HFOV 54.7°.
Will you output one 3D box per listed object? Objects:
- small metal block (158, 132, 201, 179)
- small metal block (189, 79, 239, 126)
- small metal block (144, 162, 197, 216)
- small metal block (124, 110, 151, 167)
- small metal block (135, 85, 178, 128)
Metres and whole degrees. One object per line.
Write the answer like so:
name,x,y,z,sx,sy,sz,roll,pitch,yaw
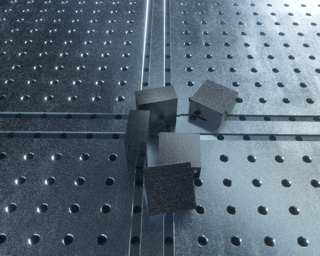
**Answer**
small metal block,0.023,0.033,0.380,0.050,0.025,0.050,2,50,1
small metal block,0.076,-0.037,0.440,0.050,0.025,0.050,27,55,21
small metal block,0.010,0.065,0.338,0.050,0.025,0.050,-7,85,-6
small metal block,-0.026,0.013,0.380,0.025,0.050,0.050,3,50,2
small metal block,-0.005,-0.027,0.414,0.050,0.050,0.025,-10,51,-9
